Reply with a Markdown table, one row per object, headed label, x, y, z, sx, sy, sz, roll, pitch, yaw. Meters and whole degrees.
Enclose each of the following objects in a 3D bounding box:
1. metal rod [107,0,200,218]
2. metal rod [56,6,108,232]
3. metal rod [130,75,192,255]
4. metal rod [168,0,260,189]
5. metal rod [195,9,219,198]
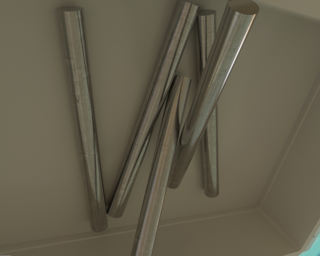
| label | x | y | z | sx | sy | sz | roll | pitch | yaw |
| --- | --- | --- | --- | --- | --- | --- | --- | --- | --- |
| metal rod | -0.017 | -0.008 | 0.395 | 0.025 | 0.025 | 0.298 | 7 | 115 | -32 |
| metal rod | -0.086 | 0.014 | 0.371 | 0.025 | 0.025 | 0.298 | -13 | 124 | -22 |
| metal rod | -0.006 | 0.082 | 0.379 | 0.025 | 0.025 | 0.298 | 16 | 85 | -35 |
| metal rod | 0.042 | -0.006 | 0.356 | 0.025 | 0.025 | 0.298 | -15 | 148 | -21 |
| metal rod | 0.070 | -0.012 | 0.441 | 0.025 | 0.025 | 0.298 | -21 | 127 | -17 |
